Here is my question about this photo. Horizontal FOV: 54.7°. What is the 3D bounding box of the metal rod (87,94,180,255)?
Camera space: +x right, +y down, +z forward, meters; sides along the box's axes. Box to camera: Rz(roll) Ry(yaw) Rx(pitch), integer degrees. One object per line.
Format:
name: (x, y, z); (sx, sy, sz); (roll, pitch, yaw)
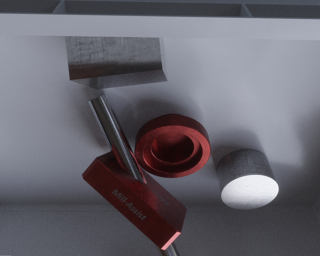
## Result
metal rod: (-0.020, 0.097, 0.411); (0.025, 0.025, 0.299); (-20, 103, 15)

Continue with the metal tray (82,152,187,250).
metal tray: (-0.028, 0.085, 0.398); (0.130, 0.090, 0.030); (41, 99, 5)

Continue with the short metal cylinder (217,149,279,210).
short metal cylinder: (0.128, 0.077, 0.460); (0.081, 0.050, 0.079); (0, 130, 0)

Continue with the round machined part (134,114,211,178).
round machined part: (0.016, 0.020, 0.415); (0.099, 0.042, 0.097); (-1, 130, 0)

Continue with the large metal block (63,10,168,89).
large metal block: (-0.037, -0.071, 0.303); (0.080, 0.080, 0.050); (-6, 91, 4)
